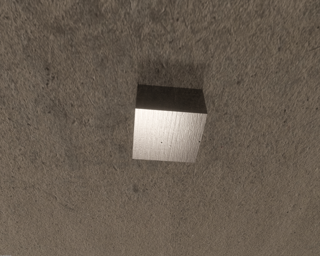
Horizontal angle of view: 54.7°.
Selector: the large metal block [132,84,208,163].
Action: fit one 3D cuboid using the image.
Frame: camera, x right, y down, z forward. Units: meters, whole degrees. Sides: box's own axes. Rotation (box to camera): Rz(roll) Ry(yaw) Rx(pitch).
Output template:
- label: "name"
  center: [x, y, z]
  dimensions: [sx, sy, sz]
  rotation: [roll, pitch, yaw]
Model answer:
- label: "large metal block"
  center: [0.009, -0.004, 0.387]
  dimensions: [0.081, 0.050, 0.079]
  rotation: [4, 130, -4]
